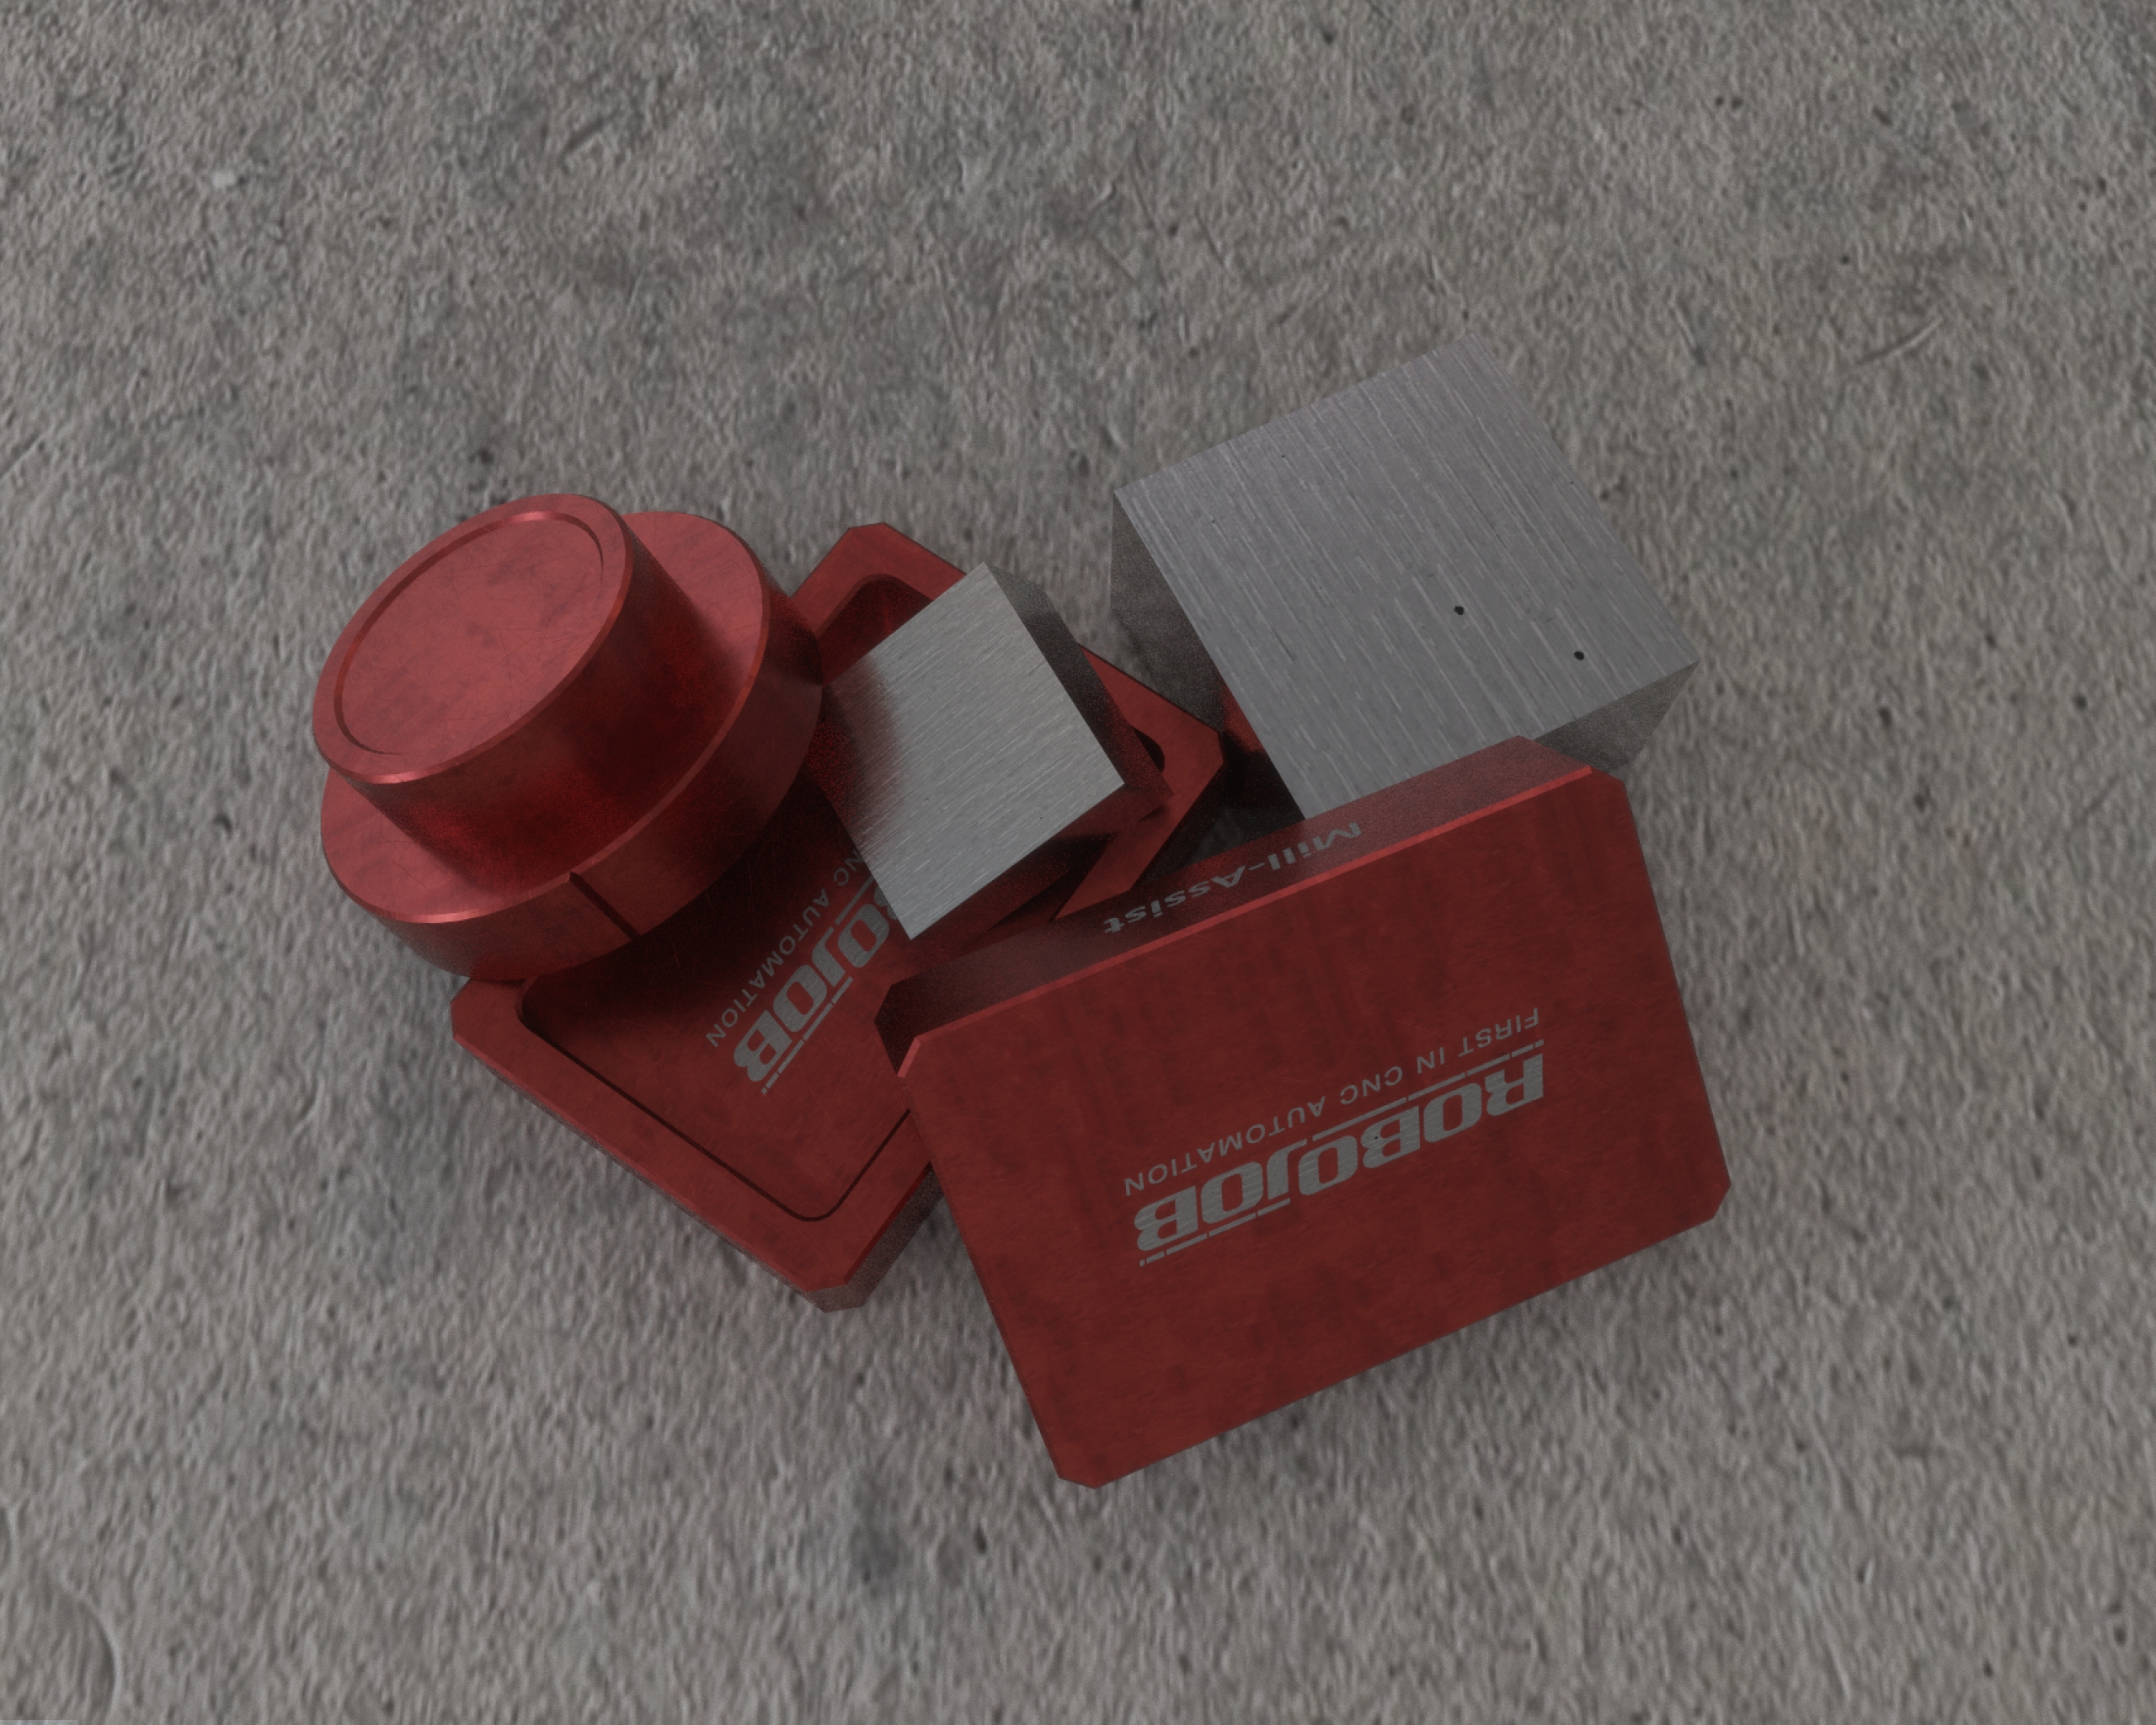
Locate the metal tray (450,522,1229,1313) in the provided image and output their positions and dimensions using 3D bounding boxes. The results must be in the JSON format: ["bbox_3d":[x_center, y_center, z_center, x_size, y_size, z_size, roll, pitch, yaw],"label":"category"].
[{"bbox_3d":[-0.043,0.008,0.402,0.090,0.030,0.130,33,73,11],"label":"metal tray"}]

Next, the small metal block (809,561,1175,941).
[{"bbox_3d":[-0.019,-0.020,0.392,0.050,0.025,0.050,-36,74,17],"label":"small metal block"}]

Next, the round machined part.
[{"bbox_3d":[-0.101,-0.030,0.388,0.098,0.042,0.098,-15,49,18],"label":"round machined part"}]

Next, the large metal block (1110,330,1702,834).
[{"bbox_3d":[0.061,-0.046,0.413,0.080,0.050,0.080,-25,72,-9],"label":"large metal block"}]

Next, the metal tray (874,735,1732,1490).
[{"bbox_3d":[0.041,0.043,0.367,0.131,0.030,0.090,-22,108,-7],"label":"metal tray"}]
